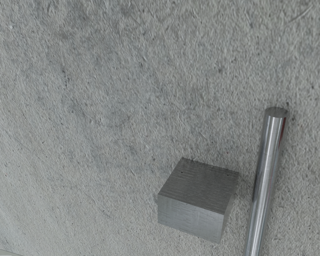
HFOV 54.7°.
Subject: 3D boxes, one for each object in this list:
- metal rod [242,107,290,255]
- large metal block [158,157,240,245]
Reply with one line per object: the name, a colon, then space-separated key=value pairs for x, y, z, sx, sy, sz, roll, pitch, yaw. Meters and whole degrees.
metal rod: x=0.130 y=0.111 z=0.406 sx=0.025 sy=0.025 sz=0.298 roll=11 pitch=123 yaw=22
large metal block: x=0.050 y=0.089 z=0.399 sx=0.080 sy=0.080 sz=0.050 roll=13 pitch=124 yaw=20
